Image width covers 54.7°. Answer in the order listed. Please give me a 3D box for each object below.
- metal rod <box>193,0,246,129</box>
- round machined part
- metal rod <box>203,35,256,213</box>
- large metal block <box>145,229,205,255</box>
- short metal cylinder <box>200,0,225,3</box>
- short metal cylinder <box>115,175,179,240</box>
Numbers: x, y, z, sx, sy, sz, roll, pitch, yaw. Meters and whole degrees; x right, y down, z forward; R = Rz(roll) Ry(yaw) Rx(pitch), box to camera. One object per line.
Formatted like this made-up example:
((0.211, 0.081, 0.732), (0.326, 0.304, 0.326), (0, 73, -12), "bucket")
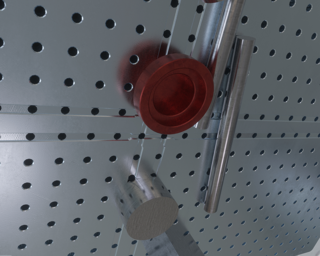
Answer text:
((0.085, -0.135, 0.373), (0.025, 0.025, 0.298), (-2, 120, -28), "metal rod")
((0.013, -0.044, 0.380), (0.099, 0.042, 0.097), (-14, 124, -21), "round machined part")
((0.100, 0.013, 0.473), (0.025, 0.025, 0.298), (-9, 123, -24), "metal rod")
((0.033, 0.225, 0.533), (0.080, 0.080, 0.050), (30, 102, -38), "large metal block")
((0.060, -0.171, 0.303), (0.080, 0.080, 0.050), (-44, 129, 2), "short metal cylinder")
((-0.020, 0.117, 0.456), (0.081, 0.050, 0.079), (-14, 124, -21), "short metal cylinder")
